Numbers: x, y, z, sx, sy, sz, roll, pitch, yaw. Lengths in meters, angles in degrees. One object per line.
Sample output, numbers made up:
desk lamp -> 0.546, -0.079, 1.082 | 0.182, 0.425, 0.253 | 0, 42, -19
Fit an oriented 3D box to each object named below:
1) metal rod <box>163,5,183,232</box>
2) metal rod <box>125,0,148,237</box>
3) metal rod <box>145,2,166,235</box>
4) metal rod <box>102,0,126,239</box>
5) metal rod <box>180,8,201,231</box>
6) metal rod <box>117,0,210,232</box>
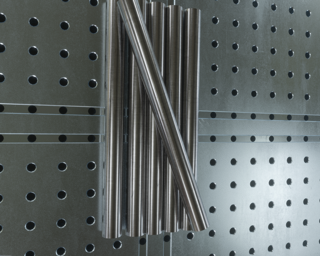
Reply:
metal rod -> 0.016, -0.012, 0.419 | 0.025, 0.025, 0.298 | 1, 90, -20
metal rod -> -0.030, -0.013, 0.400 | 0.025, 0.025, 0.298 | 1, 90, -20
metal rod -> -0.007, -0.013, 0.409 | 0.025, 0.025, 0.298 | 1, 90, -20
metal rod -> -0.058, -0.015, 0.390 | 0.025, 0.025, 0.298 | 1, 90, -20
metal rod -> 0.041, -0.012, 0.428 | 0.025, 0.025, 0.298 | 1, 90, -20
metal rod -> 0.007, -0.012, 0.388 | 0.025, 0.025, 0.299 | -20, 97, -19
